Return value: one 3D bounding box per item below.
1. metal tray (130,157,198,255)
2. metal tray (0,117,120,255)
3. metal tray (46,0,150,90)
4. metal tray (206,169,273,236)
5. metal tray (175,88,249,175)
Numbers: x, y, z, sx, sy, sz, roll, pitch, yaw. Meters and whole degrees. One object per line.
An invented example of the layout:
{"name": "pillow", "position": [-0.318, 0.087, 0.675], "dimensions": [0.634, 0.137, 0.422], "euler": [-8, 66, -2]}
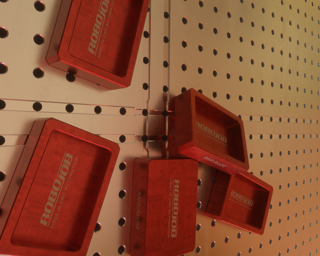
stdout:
{"name": "metal tray", "position": [0.008, 0.105, 0.415], "dimensions": [0.091, 0.030, 0.129], "euler": [4, 88, -40]}
{"name": "metal tray", "position": [-0.103, 0.064, 0.320], "dimensions": [0.090, 0.030, 0.130], "euler": [26, 73, -37]}
{"name": "metal tray", "position": [-0.065, -0.119, 0.352], "dimensions": [0.091, 0.030, 0.129], "euler": [19, 78, -39]}
{"name": "metal tray", "position": [0.139, 0.123, 0.525], "dimensions": [0.131, 0.030, 0.090], "euler": [30, 71, -36]}
{"name": "metal tray", "position": [0.078, 0.008, 0.453], "dimensions": [0.131, 0.030, 0.090], "euler": [25, 53, -37]}
